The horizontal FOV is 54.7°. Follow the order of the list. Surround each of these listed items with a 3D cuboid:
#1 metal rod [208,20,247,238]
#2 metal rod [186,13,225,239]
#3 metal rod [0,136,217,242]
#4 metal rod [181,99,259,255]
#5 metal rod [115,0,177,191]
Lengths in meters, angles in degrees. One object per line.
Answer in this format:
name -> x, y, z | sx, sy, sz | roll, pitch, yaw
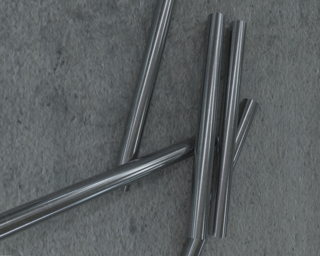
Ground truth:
metal rod -> 0.094, -0.005, 0.429 | 0.025, 0.025, 0.299 | 11, 80, -20
metal rod -> 0.062, -0.013, 0.406 | 0.025, 0.025, 0.299 | 12, 76, -20
metal rod -> -0.050, 0.058, 0.359 | 0.302, 0.025, 0.025 | -19, 97, -32
metal rod -> 0.076, 0.098, 0.438 | 0.025, 0.025, 0.299 | 26, 81, -19
metal rod -> -0.016, -0.068, 0.404 | 0.025, 0.025, 0.298 | 15, 85, -20
